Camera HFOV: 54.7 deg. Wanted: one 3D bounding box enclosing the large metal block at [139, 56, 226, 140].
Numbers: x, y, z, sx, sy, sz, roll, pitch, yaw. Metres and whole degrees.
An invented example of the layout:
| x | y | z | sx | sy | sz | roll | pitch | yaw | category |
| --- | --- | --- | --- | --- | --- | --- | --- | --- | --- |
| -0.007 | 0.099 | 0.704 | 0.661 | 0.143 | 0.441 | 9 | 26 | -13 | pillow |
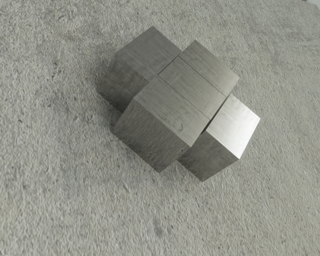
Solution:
| x | y | z | sx | sy | sz | roll | pitch | yaw | category |
| --- | --- | --- | --- | --- | --- | --- | --- | --- | --- |
| 0.024 | -0.031 | 0.404 | 0.080 | 0.080 | 0.050 | 41 | 51 | -1 | large metal block |

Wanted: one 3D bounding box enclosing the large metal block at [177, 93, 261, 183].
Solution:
| x | y | z | sx | sy | sz | roll | pitch | yaw | category |
| --- | --- | --- | --- | --- | --- | --- | --- | --- | --- |
| 0.073 | 0.014 | 0.404 | 0.050 | 0.080 | 0.080 | 41 | 51 | -1 | large metal block |

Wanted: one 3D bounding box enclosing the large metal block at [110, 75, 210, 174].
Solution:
| x | y | z | sx | sy | sz | roll | pitch | yaw | category |
| --- | --- | --- | --- | --- | --- | --- | --- | --- | --- |
| -0.002 | -0.002 | 0.372 | 0.080 | 0.080 | 0.050 | 41 | 51 | -1 | large metal block |

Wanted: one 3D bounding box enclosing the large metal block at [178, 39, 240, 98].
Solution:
| x | y | z | sx | sy | sz | roll | pitch | yaw | category |
| --- | --- | --- | --- | --- | --- | --- | --- | --- | --- |
| 0.049 | -0.061 | 0.436 | 0.080 | 0.080 | 0.050 | 41 | 51 | -1 | large metal block |

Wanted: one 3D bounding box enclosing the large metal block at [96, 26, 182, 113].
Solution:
| x | y | z | sx | sy | sz | roll | pitch | yaw | category |
| --- | --- | --- | --- | --- | --- | --- | --- | --- | --- |
| -0.028 | -0.072 | 0.401 | 0.050 | 0.080 | 0.080 | 41 | 51 | -1 | large metal block |
